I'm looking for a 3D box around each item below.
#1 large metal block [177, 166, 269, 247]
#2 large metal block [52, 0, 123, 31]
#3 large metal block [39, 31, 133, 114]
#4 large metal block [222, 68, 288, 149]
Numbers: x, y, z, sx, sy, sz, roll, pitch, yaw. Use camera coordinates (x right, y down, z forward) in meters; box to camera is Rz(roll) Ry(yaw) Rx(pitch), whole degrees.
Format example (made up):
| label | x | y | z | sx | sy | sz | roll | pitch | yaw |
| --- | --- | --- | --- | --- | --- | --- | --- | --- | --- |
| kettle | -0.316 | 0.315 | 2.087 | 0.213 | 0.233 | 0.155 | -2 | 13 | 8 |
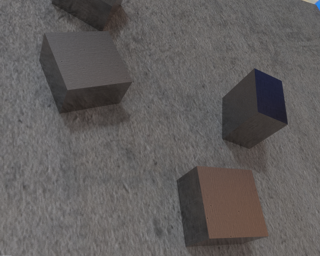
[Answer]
| label | x | y | z | sx | sy | sz | roll | pitch | yaw |
| --- | --- | --- | --- | --- | --- | --- | --- | --- | --- |
| large metal block | 0.072 | 0.094 | 0.371 | 0.081 | 0.050 | 0.080 | 8 | 58 | -25 |
| large metal block | -0.100 | -0.203 | 0.459 | 0.080 | 0.050 | 0.080 | 28 | 52 | -11 |
| large metal block | -0.093 | -0.071 | 0.382 | 0.081 | 0.050 | 0.080 | -14 | 69 | -34 |
| large metal block | 0.137 | -0.027 | 0.461 | 0.050 | 0.080 | 0.080 | 20 | 54 | -17 |
